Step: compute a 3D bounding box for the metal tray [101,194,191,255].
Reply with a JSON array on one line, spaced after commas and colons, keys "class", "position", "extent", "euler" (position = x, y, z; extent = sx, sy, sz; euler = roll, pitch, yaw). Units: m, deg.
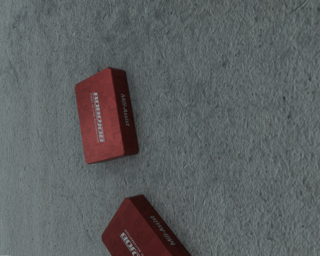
[{"class": "metal tray", "position": [-0.018, 0.167, 0.417], "extent": [0.130, 0.030, 0.089], "euler": [46, 117, 30]}]

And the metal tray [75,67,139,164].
[{"class": "metal tray", "position": [-0.083, -0.016, 0.471], "extent": [0.090, 0.030, 0.129], "euler": [-17, 79, 38]}]
